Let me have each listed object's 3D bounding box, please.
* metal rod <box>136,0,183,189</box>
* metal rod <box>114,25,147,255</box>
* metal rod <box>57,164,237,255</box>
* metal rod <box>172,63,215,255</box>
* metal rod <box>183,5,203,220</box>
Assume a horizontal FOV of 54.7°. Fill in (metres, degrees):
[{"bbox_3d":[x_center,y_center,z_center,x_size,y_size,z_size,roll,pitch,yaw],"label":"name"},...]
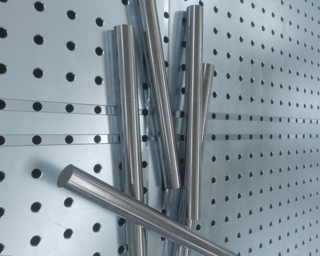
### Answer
[{"bbox_3d":[-0.003,-0.066,0.408,0.025,0.025,0.298,-15,100,-39],"label":"metal rod"},{"bbox_3d":[-0.035,0.027,0.381,0.025,0.025,0.298,-5,94,-40],"label":"metal rod"},{"bbox_3d":[0.007,0.122,0.383,0.301,0.025,0.025,38,67,-34],"label":"metal rod"},{"bbox_3d":[0.049,0.052,0.452,0.025,0.025,0.298,14,81,-40],"label":"metal rod"},{"bbox_3d":[0.047,-0.026,0.436,0.025,0.025,0.298,8,81,-40],"label":"metal rod"}]
